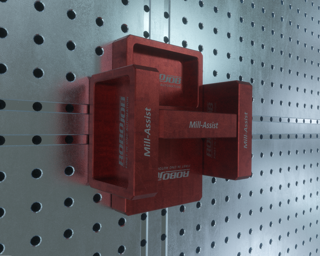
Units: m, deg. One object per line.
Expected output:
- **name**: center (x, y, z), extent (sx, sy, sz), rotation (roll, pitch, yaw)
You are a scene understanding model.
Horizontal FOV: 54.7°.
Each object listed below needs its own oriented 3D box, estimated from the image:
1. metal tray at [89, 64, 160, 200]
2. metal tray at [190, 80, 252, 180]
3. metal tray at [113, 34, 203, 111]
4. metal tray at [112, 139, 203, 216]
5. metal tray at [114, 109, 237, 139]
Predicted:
- **metal tray**: center (-0.041, 0.004, 0.333), extent (0.030, 0.090, 0.129), rotation (1, 89, -40)
- **metal tray**: center (0.083, 0.003, 0.438), extent (0.030, 0.090, 0.129), rotation (1, 89, -40)
- **metal tray**: center (0.002, -0.064, 0.409), extent (0.131, 0.030, 0.089), rotation (1, 90, -40)
- **metal tray**: center (0.001, 0.057, 0.407), extent (0.131, 0.030, 0.089), rotation (1, 90, -40)
- **metal tray**: center (0.021, -0.004, 0.384), extent (0.131, 0.090, 0.030), rotation (1, 90, -40)
